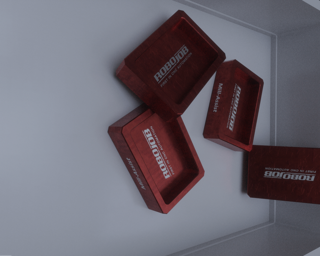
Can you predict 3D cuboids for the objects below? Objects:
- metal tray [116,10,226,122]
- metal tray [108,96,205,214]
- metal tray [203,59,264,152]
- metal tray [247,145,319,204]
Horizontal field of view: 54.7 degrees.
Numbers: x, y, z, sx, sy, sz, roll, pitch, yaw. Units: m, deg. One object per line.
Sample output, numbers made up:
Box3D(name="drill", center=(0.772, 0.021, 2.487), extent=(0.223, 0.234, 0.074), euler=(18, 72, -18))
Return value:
Box3D(name="metal tray", center=(0.019, -0.081, 0.392), extent=(0.090, 0.030, 0.130), euler=(44, 57, -8))
Box3D(name="metal tray", center=(0.001, 0.033, 0.403), extent=(0.091, 0.030, 0.129), euler=(-38, 114, -33))
Box3D(name="metal tray", center=(0.123, -0.034, 0.505), extent=(0.090, 0.030, 0.130), euler=(22, 76, -38))
Box3D(name="metal tray", center=(0.217, 0.076, 0.522), extent=(0.030, 0.130, 0.089), euler=(9, 83, -72))
